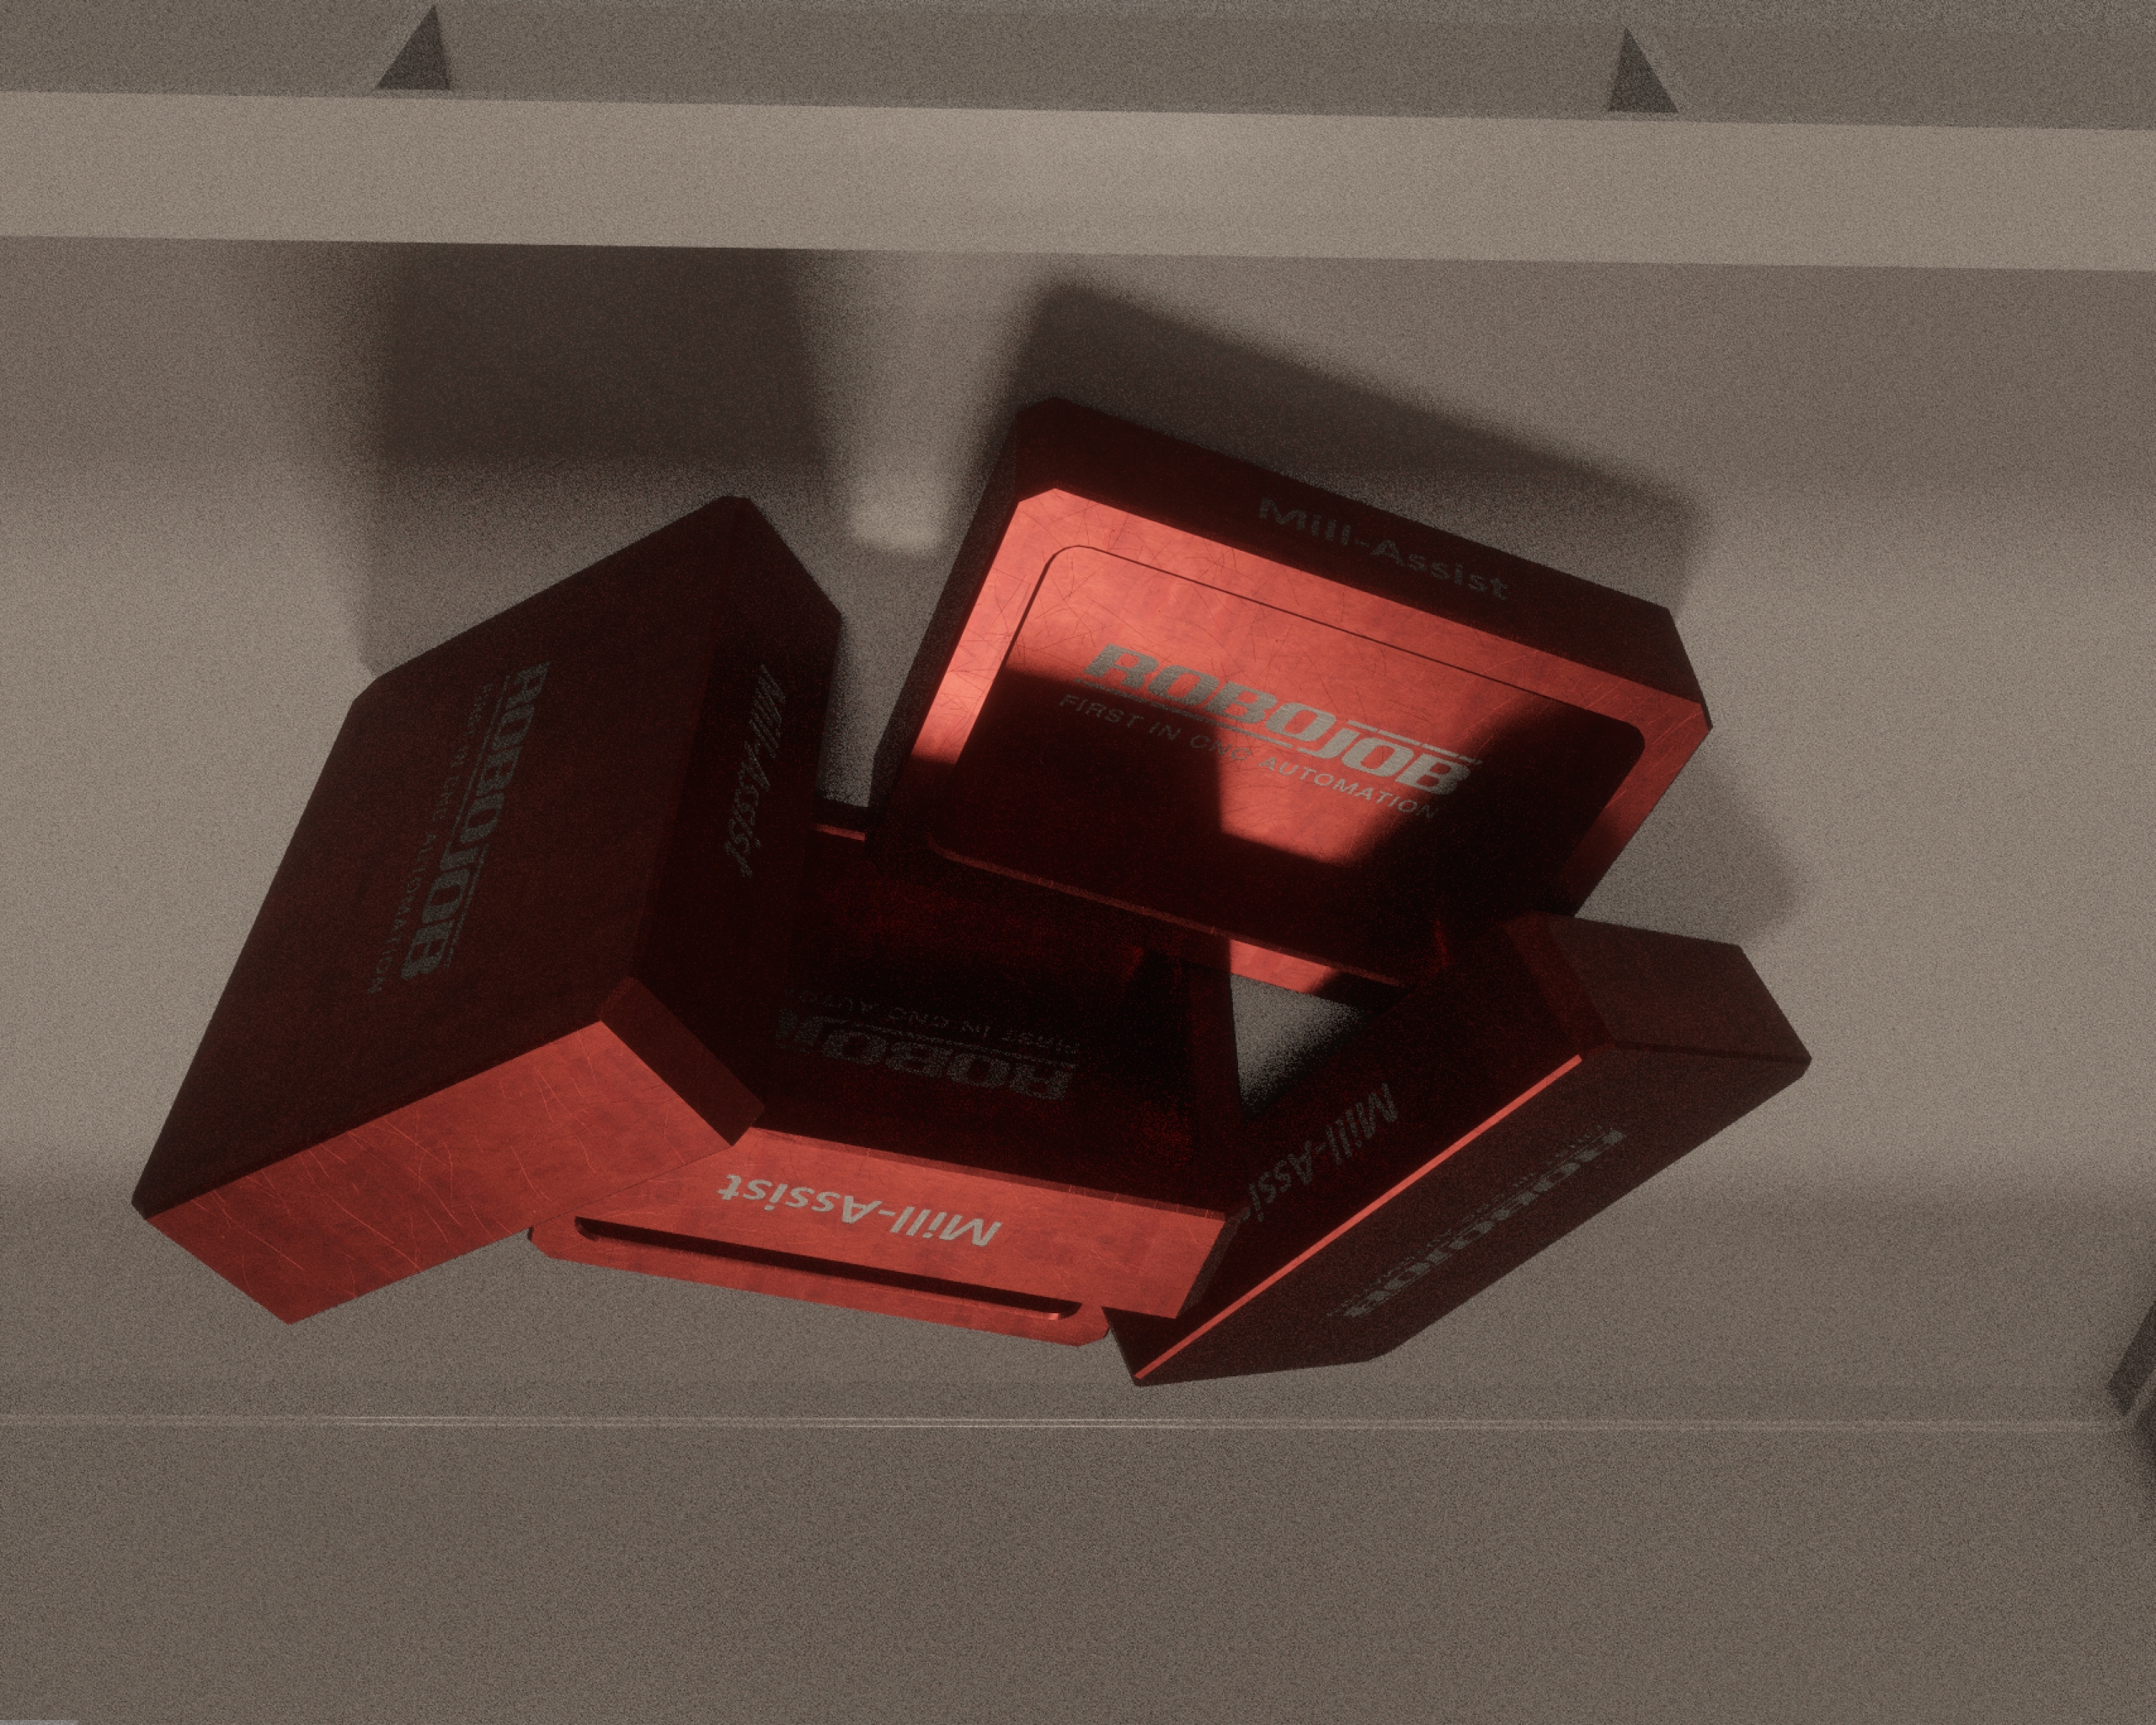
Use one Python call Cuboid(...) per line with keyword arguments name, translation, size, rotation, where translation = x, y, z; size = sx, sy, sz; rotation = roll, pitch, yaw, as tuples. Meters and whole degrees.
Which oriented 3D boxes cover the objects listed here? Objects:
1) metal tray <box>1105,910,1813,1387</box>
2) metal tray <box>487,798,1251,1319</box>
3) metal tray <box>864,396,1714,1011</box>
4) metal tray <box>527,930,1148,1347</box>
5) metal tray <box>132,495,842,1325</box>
Cuboid(name="metal tray", translation=(0.075, 0.062, 0.432), size=(0.091, 0.030, 0.129), rotation=(9, 137, -46))
Cuboid(name="metal tray", translation=(-0.037, 0.030, 0.388), size=(0.131, 0.090, 0.030), rotation=(12, 129, -11))
Cuboid(name="metal tray", translation=(0.036, -0.022, 0.385), size=(0.131, 0.030, 0.089), rotation=(16, 128, -14))
Cuboid(name="metal tray", translation=(-0.045, 0.057, 0.449), size=(0.131, 0.030, 0.089), rotation=(12, 129, -11))
Cuboid(name="metal tray", translation=(-0.089, 0.002, 0.337), size=(0.090, 0.130, 0.030), rotation=(-23, 127, 19))
